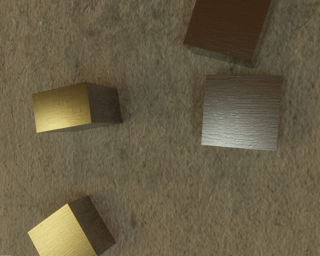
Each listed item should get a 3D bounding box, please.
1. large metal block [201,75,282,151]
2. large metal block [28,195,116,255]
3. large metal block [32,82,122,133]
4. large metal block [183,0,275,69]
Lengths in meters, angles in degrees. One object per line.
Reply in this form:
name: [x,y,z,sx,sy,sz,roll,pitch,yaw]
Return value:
large metal block: [0.096,-0.018,0.362,0.080,0.050,0.079,4,91,19]
large metal block: [-0.124,0.155,0.438,0.080,0.050,0.080,-37,79,16]
large metal block: [-0.108,-0.025,0.417,0.080,0.080,0.050,-9,87,19]
large metal block: [0.083,-0.123,0.366,0.080,0.050,0.080,19,96,18]
